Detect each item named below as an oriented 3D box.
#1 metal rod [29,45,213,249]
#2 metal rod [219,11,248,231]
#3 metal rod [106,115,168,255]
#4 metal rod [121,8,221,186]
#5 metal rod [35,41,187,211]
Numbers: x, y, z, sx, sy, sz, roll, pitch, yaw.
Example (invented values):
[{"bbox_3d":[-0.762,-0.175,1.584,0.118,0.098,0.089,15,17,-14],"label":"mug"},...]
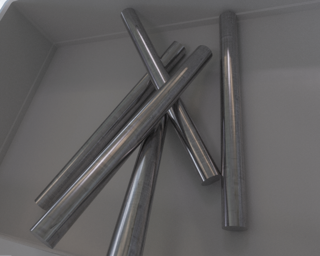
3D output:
[{"bbox_3d":[-0.019,-0.005,0.339,0.025,0.025,0.301,13,48,33],"label":"metal rod"},{"bbox_3d":[0.086,-0.031,0.379,0.025,0.025,0.299,-9,58,24],"label":"metal rod"},{"bbox_3d":[-0.015,0.048,0.292,0.025,0.025,0.301,-19,24,17],"label":"metal rod"},{"bbox_3d":[0.003,-0.061,0.415,0.025,0.025,0.299,-30,60,9],"label":"metal rod"},{"bbox_3d":[-0.066,-0.008,0.445,0.025,0.025,0.300,34,81,38],"label":"metal rod"}]
